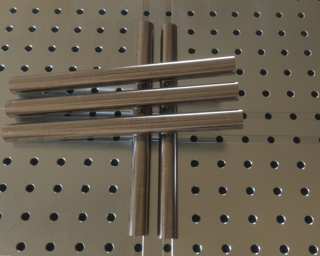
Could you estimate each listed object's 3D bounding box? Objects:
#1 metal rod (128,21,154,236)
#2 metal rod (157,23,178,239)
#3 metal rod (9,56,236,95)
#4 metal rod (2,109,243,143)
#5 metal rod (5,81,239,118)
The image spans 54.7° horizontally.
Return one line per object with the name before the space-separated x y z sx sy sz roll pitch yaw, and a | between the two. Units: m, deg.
metal rod | -0.023 -0.013 0.416 0.025 0.025 0.299 1 70 0
metal rod | 0.011 -0.010 0.416 0.025 0.025 0.299 1 70 0
metal rod | -0.054 -0.070 0.415 0.302 0.025 0.025 -4 70 6
metal rod | -0.051 -0.002 0.389 0.302 0.025 0.025 -3 70 7
metal rod | -0.053 -0.036 0.402 0.302 0.025 0.025 -4 70 7
